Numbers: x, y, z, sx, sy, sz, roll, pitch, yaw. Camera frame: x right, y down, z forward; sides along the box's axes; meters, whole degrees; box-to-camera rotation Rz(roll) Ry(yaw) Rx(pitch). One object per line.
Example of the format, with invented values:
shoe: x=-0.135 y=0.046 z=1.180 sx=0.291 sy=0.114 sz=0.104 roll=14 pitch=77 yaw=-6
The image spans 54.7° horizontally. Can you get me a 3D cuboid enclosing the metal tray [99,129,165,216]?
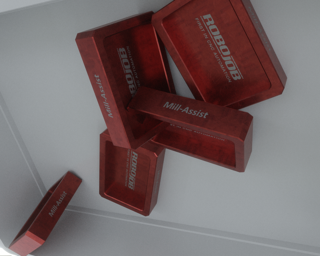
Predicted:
metal tray: x=-0.045 y=0.066 z=0.467 sx=0.090 sy=0.030 sz=0.129 roll=19 pitch=126 yaw=16

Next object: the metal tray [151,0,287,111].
metal tray: x=0.061 y=-0.081 z=0.322 sx=0.090 sy=0.030 sz=0.130 roll=-22 pitch=107 yaw=35

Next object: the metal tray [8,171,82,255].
metal tray: x=-0.192 y=0.143 z=0.525 sx=0.030 sy=0.130 sz=0.090 roll=40 pitch=130 yaw=-14

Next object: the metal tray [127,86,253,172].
metal tray: x=0.036 y=0.003 z=0.353 sx=0.130 sy=0.030 sz=0.090 roll=17 pitch=157 yaw=23

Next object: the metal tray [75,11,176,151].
metal tray: x=-0.028 y=-0.052 z=0.343 sx=0.030 sy=0.091 sz=0.129 roll=8 pitch=123 yaw=43
